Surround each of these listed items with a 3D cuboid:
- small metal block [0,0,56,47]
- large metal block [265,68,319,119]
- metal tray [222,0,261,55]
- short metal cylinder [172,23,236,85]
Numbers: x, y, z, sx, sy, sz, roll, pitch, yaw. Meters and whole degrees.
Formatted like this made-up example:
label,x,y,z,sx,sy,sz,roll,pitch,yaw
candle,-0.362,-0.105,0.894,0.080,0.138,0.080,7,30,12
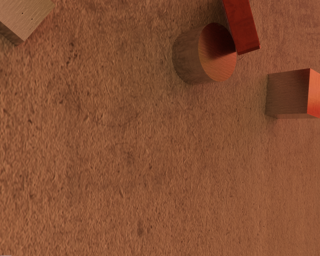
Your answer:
label,x,y,z,sx,sy,sz,roll,pitch,yaw
small metal block,-0.137,-0.114,0.290,0.050,0.025,0.050,43,64,-32
large metal block,0.248,-0.061,0.577,0.050,0.080,0.080,11,83,-40
metal tray,0.115,-0.163,0.452,0.130,0.030,0.090,-62,134,-65
short metal cylinder,0.064,-0.103,0.442,0.081,0.050,0.079,0,90,-40
